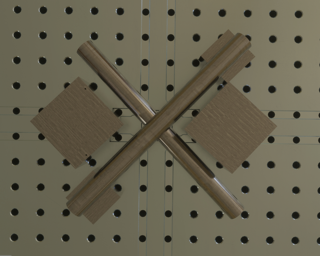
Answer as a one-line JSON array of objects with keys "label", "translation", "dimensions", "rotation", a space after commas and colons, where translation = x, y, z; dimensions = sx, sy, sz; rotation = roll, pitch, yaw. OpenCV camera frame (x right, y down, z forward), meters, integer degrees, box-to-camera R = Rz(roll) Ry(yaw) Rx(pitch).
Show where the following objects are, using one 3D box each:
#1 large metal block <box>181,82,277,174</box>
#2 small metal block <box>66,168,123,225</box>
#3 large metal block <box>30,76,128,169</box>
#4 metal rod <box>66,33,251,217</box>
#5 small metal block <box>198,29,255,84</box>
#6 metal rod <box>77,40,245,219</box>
[{"label": "large metal block", "translation": [0.086, 0.000, 0.401], "dimensions": [0.080, 0.050, 0.080], "rotation": [43, 90, 0]}, {"label": "small metal block", "translation": [-0.086, 0.090, 0.413], "dimensions": [0.050, 0.025, 0.050], "rotation": [45, 90, 0]}, {"label": "large metal block", "translation": [-0.101, -0.006, 0.400], "dimensions": [0.080, 0.050, 0.080], "rotation": [-43, 90, 0]}, {"label": "metal rod", "translation": [-0.001, -0.004, 0.388], "dimensions": [0.300, 0.025, 0.025], "rotation": [-45, 90, 0]}, {"label": "small metal block", "translation": [0.088, -0.093, 0.414], "dimensions": [0.050, 0.025, 0.050], "rotation": [-44, 90, 0]}, {"label": "metal rod", "translation": [0.001, 0.002, 0.412], "dimensions": [0.025, 0.025, 0.300], "rotation": [-43, 90, 0]}]
